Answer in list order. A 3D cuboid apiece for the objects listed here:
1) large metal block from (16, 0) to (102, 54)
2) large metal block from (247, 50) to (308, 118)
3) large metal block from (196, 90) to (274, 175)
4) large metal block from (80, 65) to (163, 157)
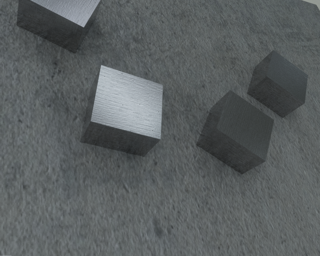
[{"bbox_3d":[-0.132,-0.160,0.415,0.080,0.050,0.080,25,53,-14],"label":"large metal block"},{"bbox_3d":[0.211,-0.079,0.552,0.080,0.050,0.080,33,51,-7],"label":"large metal block"},{"bbox_3d":[0.110,0.006,0.445,0.080,0.050,0.080,33,51,-7],"label":"large metal block"},{"bbox_3d":[-0.045,-0.019,0.377,0.081,0.050,0.080,15,55,-20],"label":"large metal block"}]
